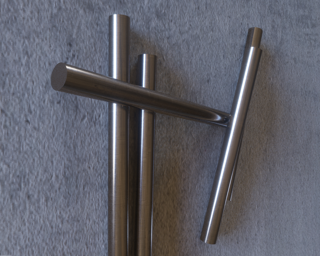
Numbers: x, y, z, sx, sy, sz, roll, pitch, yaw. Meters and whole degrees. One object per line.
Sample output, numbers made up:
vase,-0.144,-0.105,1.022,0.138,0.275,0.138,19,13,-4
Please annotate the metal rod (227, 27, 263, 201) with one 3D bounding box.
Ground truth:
metal rod,0.135,-0.030,0.520,0.025,0.025,0.299,23,76,-38

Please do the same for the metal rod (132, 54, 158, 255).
metal rod,-0.020,0.058,0.390,0.025,0.025,0.298,3,89,-40

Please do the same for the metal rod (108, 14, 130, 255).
metal rod,-0.048,0.019,0.365,0.025,0.025,0.298,0,90,-40

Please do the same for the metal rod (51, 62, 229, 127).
metal rod,0.009,-0.028,0.383,0.302,0.025,0.025,9,84,-49

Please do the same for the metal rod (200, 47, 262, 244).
metal rod,0.108,0.026,0.469,0.025,0.025,0.298,14,90,-40
